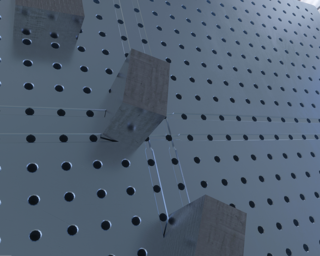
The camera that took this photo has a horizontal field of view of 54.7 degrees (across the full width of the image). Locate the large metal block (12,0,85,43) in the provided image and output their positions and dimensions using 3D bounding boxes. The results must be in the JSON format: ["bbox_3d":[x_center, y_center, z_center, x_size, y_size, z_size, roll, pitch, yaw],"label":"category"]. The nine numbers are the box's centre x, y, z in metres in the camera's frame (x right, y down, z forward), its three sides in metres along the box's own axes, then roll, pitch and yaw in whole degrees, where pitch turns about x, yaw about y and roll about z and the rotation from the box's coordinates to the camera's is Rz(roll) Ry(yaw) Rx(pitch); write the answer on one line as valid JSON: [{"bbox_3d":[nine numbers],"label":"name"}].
[{"bbox_3d":[-0.151,-0.166,0.413,0.081,0.050,0.080,0,62,-29],"label":"large metal block"}]

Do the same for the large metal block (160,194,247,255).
[{"bbox_3d":[0.041,0.126,0.319,0.050,0.080,0.080,27,52,-12],"label":"large metal block"}]

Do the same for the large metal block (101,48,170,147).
[{"bbox_3d":[-0.030,-0.034,0.379,0.050,0.080,0.080,17,55,-19],"label":"large metal block"}]
